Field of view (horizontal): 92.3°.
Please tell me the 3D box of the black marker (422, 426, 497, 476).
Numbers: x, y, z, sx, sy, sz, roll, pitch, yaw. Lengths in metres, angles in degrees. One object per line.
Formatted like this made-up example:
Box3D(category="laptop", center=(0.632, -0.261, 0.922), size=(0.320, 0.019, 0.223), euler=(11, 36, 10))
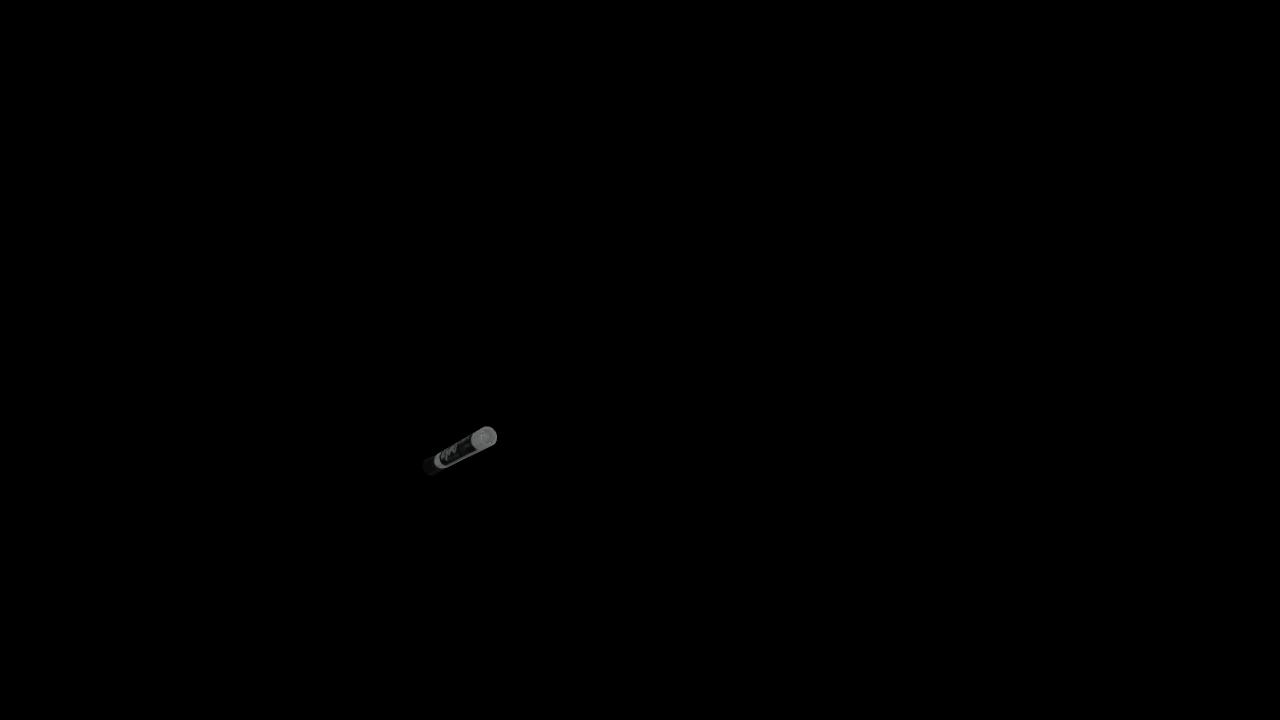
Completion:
Box3D(category="black marker", center=(-0.177, 0.090, 0.593), size=(0.020, 0.020, 0.121), euler=(0, -21, -46))
